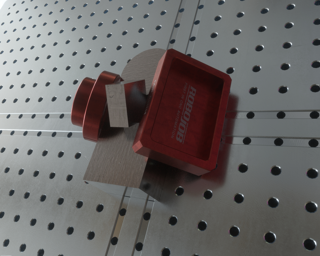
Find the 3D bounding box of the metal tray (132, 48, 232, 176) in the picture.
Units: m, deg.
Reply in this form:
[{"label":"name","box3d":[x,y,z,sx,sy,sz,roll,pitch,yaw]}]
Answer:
[{"label":"metal tray","box3d":[0.030,-0.020,0.365,0.030,0.091,0.130,139,150,-62]}]

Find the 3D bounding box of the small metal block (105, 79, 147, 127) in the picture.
[{"label":"small metal block","box3d":[-0.039,-0.031,0.377,0.025,0.050,0.050,1,105,26]}]

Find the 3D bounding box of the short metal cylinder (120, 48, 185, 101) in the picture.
[{"label":"short metal cylinder","box3d":[-0.008,-0.064,0.435,0.080,0.050,0.080,-13,56,21]}]

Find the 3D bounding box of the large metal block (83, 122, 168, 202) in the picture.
[{"label":"large metal block","box3d":[-0.037,0.040,0.387,0.080,0.050,0.080,2,63,29]}]

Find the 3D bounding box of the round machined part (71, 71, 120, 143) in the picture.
[{"label":"round machined part","box3d":[-0.089,-0.031,0.422,0.042,0.098,0.098,16,66,-1]}]
